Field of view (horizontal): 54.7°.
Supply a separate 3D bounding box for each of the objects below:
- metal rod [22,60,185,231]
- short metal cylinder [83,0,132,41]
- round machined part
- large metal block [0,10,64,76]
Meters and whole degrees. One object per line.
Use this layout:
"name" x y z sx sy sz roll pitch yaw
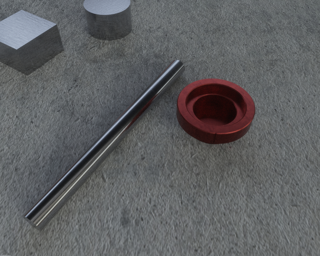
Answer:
"metal rod" -0.052 0.001 0.401 0.025 0.025 0.301 26 54 20
"short metal cylinder" -0.092 -0.201 0.555 0.081 0.050 0.080 0 50 0
"round machined part" 0.071 -0.017 0.408 0.099 0.042 0.098 0 50 0
"large metal block" -0.219 -0.140 0.502 0.080 0.050 0.080 26 55 20
